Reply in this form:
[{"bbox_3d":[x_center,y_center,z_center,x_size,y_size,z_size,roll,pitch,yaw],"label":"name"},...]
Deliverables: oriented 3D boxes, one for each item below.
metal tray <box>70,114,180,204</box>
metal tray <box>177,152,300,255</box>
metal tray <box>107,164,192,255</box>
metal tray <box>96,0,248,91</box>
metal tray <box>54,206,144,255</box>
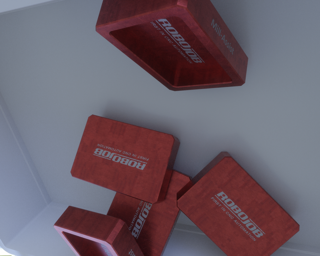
[{"bbox_3d":[-0.048,0.040,0.420,0.130,0.030,0.090,14,83,20],"label":"metal tray"},{"bbox_3d":[0.096,0.105,0.391,0.130,0.030,0.090,45,97,-4],"label":"metal tray"},{"bbox_3d":[-0.019,0.112,0.434,0.090,0.030,0.130,22,86,14],"label":"metal tray"},{"bbox_3d":[0.017,-0.077,0.290,0.090,0.030,0.130,0,161,35],"label":"metal tray"},{"bbox_3d":[-0.067,0.159,0.395,0.090,0.030,0.129,4,131,31],"label":"metal tray"}]
